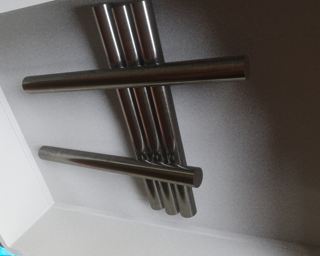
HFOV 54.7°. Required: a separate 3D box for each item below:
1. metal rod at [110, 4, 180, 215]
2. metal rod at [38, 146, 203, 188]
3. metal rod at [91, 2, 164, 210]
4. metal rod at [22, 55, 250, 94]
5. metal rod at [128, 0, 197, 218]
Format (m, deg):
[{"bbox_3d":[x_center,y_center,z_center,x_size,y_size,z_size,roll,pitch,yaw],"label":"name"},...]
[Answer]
[{"bbox_3d":[-0.011,-0.006,0.410,0.025,0.025,0.298,1,119,28],"label":"metal rod"},{"bbox_3d":[-0.078,0.051,0.457,0.300,0.025,0.025,4,121,34],"label":"metal rod"},{"bbox_3d":[-0.034,-0.011,0.419,0.025,0.025,0.298,0,119,28],"label":"metal rod"},{"bbox_3d":[-0.050,-0.059,0.365,0.300,0.025,0.025,1,119,28],"label":"metal rod"},{"bbox_3d":[0.010,-0.006,0.397,0.025,0.025,0.298,1,119,28],"label":"metal rod"}]
